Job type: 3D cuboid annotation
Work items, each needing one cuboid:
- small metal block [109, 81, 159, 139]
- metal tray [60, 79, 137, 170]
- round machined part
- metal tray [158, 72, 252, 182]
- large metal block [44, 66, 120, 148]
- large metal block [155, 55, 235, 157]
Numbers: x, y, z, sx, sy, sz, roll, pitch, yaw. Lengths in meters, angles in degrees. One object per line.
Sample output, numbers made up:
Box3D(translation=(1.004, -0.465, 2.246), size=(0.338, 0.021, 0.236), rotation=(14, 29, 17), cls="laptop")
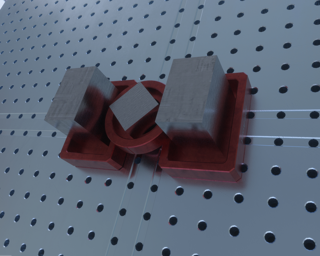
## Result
Box3D(translation=(-0.028, -0.022, 0.384), size=(0.050, 0.025, 0.050), rotation=(-39, 51, 2), cls="small metal block")
Box3D(translation=(-0.082, -0.007, 0.452), size=(0.090, 0.030, 0.130), rotation=(1, 62, 28), cls="metal tray")
Box3D(translation=(-0.018, -0.010, 0.402), size=(0.098, 0.042, 0.098), rotation=(-13, 56, 21), cls="round machined part")
Box3D(translation=(0.057, -0.004, 0.377), size=(0.090, 0.030, 0.130), rotation=(0, 61, 28), cls="metal tray")
Box3D(translation=(-0.097, -0.026, 0.423), size=(0.050, 0.080, 0.080), rotation=(1, 62, 29), cls="large metal block")
Box3D(translation=(0.044, -0.022, 0.346), size=(0.050, 0.080, 0.080), rotation=(2, 63, 29), cls="large metal block")
